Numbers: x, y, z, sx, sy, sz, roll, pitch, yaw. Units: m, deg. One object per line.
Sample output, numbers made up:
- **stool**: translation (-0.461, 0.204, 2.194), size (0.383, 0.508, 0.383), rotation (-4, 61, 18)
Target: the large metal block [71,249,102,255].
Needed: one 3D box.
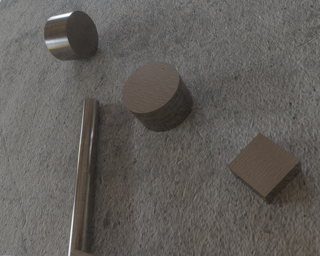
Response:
- **large metal block**: translation (-0.036, 0.156, 0.291), size (0.080, 0.080, 0.050), rotation (4, 64, 29)

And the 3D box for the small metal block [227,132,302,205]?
- **small metal block**: translation (0.108, 0.041, 0.321), size (0.050, 0.025, 0.050), rotation (-45, 51, -4)

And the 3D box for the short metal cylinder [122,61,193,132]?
- **short metal cylinder**: translation (-0.003, -0.041, 0.413), size (0.080, 0.050, 0.080), rotation (-13, 56, 20)

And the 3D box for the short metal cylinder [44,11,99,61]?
- **short metal cylinder**: translation (-0.154, -0.161, 0.546), size (0.050, 0.080, 0.080), rotation (0, 62, 28)

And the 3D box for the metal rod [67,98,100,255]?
- **metal rod**: translation (-0.099, 0.087, 0.400), size (0.025, 0.025, 0.299), rotation (-16, 55, 19)
